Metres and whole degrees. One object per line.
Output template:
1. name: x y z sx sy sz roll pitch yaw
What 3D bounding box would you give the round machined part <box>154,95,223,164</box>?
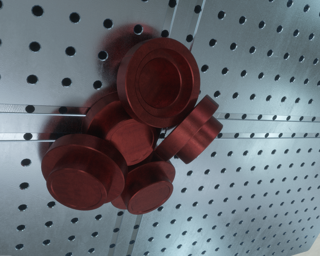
1. round machined part: 0.041 0.007 0.391 0.042 0.098 0.098 43 95 2

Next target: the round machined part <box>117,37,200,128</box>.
1. round machined part: -0.005 -0.051 0.353 0.099 0.042 0.097 -6 101 -33

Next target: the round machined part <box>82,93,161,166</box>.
1. round machined part: -0.042 0.008 0.382 0.099 0.042 0.097 -14 125 -21

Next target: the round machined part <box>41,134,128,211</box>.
1. round machined part: -0.090 0.058 0.357 0.099 0.042 0.097 4 127 6

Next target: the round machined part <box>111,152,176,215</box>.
1. round machined part: -0.021 0.081 0.424 0.099 0.042 0.097 -20 139 -18
